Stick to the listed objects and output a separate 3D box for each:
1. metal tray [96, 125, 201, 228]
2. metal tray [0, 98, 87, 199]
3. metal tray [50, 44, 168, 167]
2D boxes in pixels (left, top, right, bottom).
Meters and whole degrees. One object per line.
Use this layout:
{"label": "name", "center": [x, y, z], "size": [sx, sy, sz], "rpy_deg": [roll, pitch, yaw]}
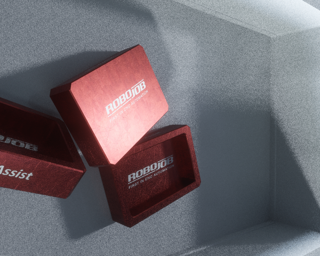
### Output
{"label": "metal tray", "center": [-0.008, 0.055, 0.396], "size": [0.131, 0.030, 0.089], "rpy_deg": [-21, 103, -38]}
{"label": "metal tray", "center": [-0.132, 0.006, 0.247], "size": [0.131, 0.090, 0.030], "rpy_deg": [24, 106, -40]}
{"label": "metal tray", "center": [-0.046, -0.029, 0.341], "size": [0.131, 0.030, 0.090], "rpy_deg": [-47, 119, -48]}
